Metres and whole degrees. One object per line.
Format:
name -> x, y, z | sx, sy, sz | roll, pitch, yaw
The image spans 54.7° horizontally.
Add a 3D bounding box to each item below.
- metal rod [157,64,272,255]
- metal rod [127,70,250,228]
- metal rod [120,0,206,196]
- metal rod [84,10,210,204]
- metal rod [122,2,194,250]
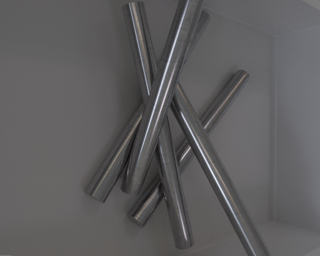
metal rod -> 0.068, 0.056, 0.373 | 0.025, 0.025, 0.299 | -24, 85, -37
metal rod -> 0.055, 0.013, 0.452 | 0.301, 0.025, 0.025 | -50, 120, -28
metal rod -> 0.011, -0.063, 0.328 | 0.025, 0.025, 0.298 | 5, 110, -40
metal rod -> -0.005, -0.043, 0.401 | 0.025, 0.025, 0.300 | 44, 64, -31
metal rod -> 0.001, 0.006, 0.372 | 0.025, 0.025, 0.298 | -20, 103, -38
